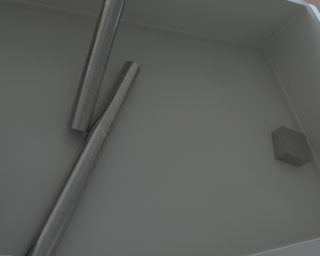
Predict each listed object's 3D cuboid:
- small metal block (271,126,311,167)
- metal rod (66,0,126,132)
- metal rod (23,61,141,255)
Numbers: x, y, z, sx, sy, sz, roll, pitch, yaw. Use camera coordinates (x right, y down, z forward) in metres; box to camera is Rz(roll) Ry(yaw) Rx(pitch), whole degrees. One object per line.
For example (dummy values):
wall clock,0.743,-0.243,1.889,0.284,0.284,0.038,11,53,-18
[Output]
small metal block,0.213,0.030,0.505,0.050,0.025,0.050,19,54,-18
metal rod,-0.056,-0.142,0.366,0.025,0.025,0.298,17,86,-19
metal rod,-0.079,0.029,0.346,0.025,0.025,0.300,28,52,-11
